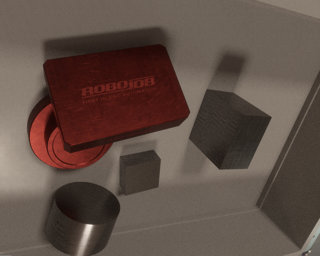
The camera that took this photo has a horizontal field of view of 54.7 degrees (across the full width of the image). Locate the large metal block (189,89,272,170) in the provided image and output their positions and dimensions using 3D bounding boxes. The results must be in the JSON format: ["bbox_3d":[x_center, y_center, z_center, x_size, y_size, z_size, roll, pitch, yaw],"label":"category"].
[{"bbox_3d":[0.092,0.001,0.426,0.050,0.080,0.079,3,117,-30],"label":"large metal block"}]

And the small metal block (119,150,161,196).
[{"bbox_3d":[-0.028,0.062,0.433,0.050,0.025,0.050,-10,123,-24],"label":"small metal block"}]

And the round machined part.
[{"bbox_3d":[-0.095,0.007,0.351,0.099,0.042,0.097,-14,125,-21],"label":"round machined part"}]

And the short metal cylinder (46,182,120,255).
[{"bbox_3d":[-0.096,0.113,0.391,0.081,0.080,0.050,8,115,-32],"label":"short metal cylinder"}]

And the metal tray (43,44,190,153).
[{"bbox_3d":[-0.044,-0.034,0.324,0.131,0.090,0.030,-14,166,-21],"label":"metal tray"}]
